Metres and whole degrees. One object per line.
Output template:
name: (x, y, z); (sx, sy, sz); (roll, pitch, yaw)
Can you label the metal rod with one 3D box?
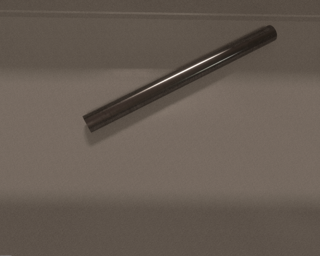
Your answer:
metal rod: (0.035, -0.073, 0.436); (0.302, 0.025, 0.025); (-28, 73, -10)
